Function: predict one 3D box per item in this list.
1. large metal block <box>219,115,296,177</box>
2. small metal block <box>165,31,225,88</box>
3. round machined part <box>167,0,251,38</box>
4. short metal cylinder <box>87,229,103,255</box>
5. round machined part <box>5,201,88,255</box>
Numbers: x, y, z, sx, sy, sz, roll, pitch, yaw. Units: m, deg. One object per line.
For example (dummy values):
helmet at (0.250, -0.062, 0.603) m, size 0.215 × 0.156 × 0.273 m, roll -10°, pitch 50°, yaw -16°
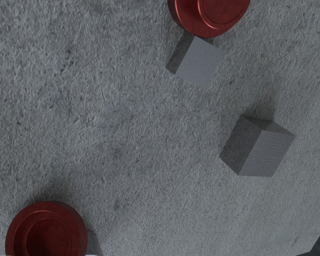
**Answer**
large metal block at (0.155, 0.030, 0.497) m, size 0.081 × 0.050 × 0.079 m, roll 8°, pitch 114°, yaw -32°
small metal block at (0.043, -0.084, 0.380) m, size 0.050 × 0.025 × 0.050 m, roll 16°, pitch 110°, yaw -35°
round machined part at (0.061, -0.147, 0.340) m, size 0.099 × 0.042 × 0.097 m, roll -14°, pitch 125°, yaw -21°
short metal cylinder at (-0.122, 0.191, 0.443) m, size 0.081 × 0.050 × 0.079 m, roll -14°, pitch 125°, yaw -21°
round machined part at (-0.136, 0.140, 0.386) m, size 0.098 × 0.098 × 0.042 m, roll -43°, pitch 165°, yaw 1°
